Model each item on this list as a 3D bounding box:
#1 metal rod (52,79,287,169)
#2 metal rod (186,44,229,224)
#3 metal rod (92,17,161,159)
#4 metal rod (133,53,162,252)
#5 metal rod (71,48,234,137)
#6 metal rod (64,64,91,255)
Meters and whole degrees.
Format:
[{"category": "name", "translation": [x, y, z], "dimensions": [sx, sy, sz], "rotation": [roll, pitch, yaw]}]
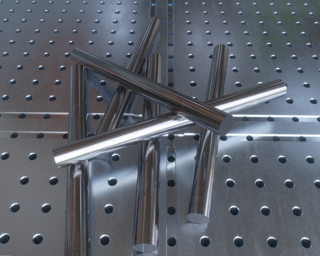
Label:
[{"category": "metal rod", "translation": [0.023, -0.010, 0.382], "dimensions": [0.302, 0.025, 0.025], "rotation": [-18, 52, -14]}, {"category": "metal rod", "translation": [0.071, -0.017, 0.422], "dimensions": [0.025, 0.025, 0.300], "rotation": [9, 51, 8]}, {"category": "metal rod", "translation": [-0.044, -0.081, 0.475], "dimensions": [0.025, 0.025, 0.300], "rotation": [10, 51, 8]}, {"category": "metal rod", "translation": [-0.011, 0.004, 0.404], "dimensions": [0.025, 0.025, 0.300], "rotation": [1, 50, 1]}, {"category": "metal rod", "translation": [-0.033, -0.061, 0.414], "dimensions": [0.025, 0.025, 0.300], "rotation": [-37, 46, -27]}, {"category": "metal rod", "translation": [-0.102, 0.024, 0.387], "dimensions": [0.025, 0.025, 0.300], "rotation": [-7, 50, -6]}]
